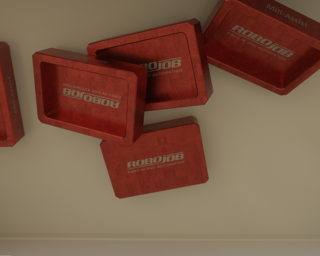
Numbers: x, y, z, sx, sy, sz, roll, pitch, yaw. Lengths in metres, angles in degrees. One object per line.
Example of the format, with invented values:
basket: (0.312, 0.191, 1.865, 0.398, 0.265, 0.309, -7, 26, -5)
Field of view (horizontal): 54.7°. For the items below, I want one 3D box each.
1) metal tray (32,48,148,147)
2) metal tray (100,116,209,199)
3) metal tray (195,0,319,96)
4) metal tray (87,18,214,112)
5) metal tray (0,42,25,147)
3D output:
metal tray: (-0.083, -0.038, 0.365, 0.130, 0.030, 0.089, 14, 118, 15)
metal tray: (-0.006, 0.041, 0.424, 0.131, 0.030, 0.089, -11, 110, 3)
metal tray: (0.113, -0.094, 0.348, 0.131, 0.030, 0.090, 22, 149, -9)
metal tray: (-0.012, -0.067, 0.359, 0.130, 0.030, 0.089, -5, 112, 24)
metal tray: (-0.231, -0.041, 0.390, 0.091, 0.030, 0.129, -1, 110, 0)
